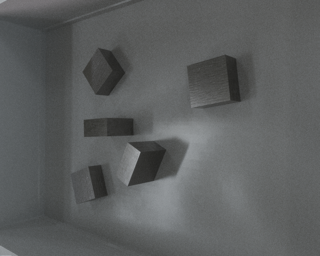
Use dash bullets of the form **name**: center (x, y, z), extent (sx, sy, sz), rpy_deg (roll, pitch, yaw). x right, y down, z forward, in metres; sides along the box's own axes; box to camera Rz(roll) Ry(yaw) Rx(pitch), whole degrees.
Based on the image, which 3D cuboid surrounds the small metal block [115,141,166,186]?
- **small metal block**: center (-0.025, 0.046, 0.409), extent (0.025, 0.050, 0.050), rpy_deg (33, 110, 35)

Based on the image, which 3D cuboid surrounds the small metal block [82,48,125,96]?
- **small metal block**: center (-0.087, -0.086, 0.476), extent (0.050, 0.025, 0.050), rpy_deg (-47, 62, 29)

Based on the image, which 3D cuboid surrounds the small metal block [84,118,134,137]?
- **small metal block**: center (-0.074, 0.000, 0.449), extent (0.050, 0.050, 0.025), rpy_deg (-3, 89, 39)

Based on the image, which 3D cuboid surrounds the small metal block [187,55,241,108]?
- **small metal block**: center (0.061, -0.051, 0.355), extent (0.050, 0.025, 0.050), rpy_deg (-9, 84, 39)

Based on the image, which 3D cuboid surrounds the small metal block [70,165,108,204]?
- **small metal block**: center (-0.115, 0.091, 0.499), extent (0.050, 0.025, 0.050), rpy_deg (-25, 75, 37)
